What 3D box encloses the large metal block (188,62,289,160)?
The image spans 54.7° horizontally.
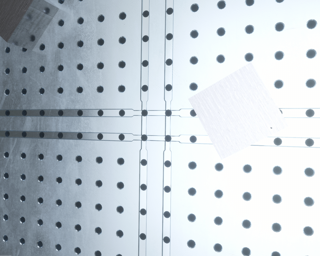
[{"bbox_3d":[0.093,-0.018,0.366,0.080,0.050,0.080,-30,81,17],"label":"large metal block"}]

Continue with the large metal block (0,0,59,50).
[{"bbox_3d":[-0.218,-0.180,0.474,0.080,0.050,0.080,42,103,15],"label":"large metal block"}]
